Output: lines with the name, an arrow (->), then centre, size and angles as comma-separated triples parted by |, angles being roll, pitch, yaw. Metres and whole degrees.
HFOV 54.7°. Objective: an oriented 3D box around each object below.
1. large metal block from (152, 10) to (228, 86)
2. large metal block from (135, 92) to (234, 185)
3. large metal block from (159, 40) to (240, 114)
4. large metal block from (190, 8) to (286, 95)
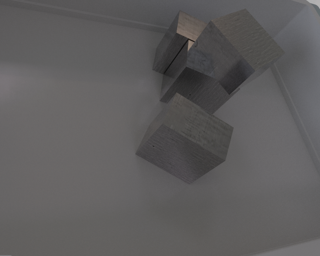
large metal block -> 0.044, -0.114, 0.463 | 0.080, 0.080, 0.050 | 20, 54, -17
large metal block -> 0.028, 0.016, 0.376 | 0.080, 0.080, 0.050 | 31, 52, -9
large metal block -> 0.055, -0.065, 0.440 | 0.080, 0.080, 0.050 | 19, 55, -17
large metal block -> 0.101, -0.101, 0.403 | 0.081, 0.050, 0.080 | -31, 79, -38
